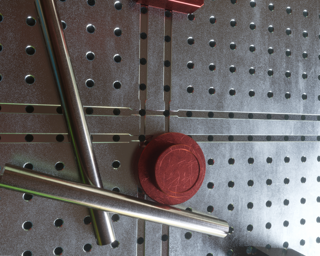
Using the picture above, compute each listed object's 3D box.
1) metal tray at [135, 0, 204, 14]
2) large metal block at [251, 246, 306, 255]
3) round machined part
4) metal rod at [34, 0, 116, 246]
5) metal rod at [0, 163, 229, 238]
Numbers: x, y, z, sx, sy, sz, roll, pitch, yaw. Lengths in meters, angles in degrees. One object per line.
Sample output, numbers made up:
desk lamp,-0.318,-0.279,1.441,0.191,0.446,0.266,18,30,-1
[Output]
metal tray,0.016,-0.229,0.416,0.091,0.030,0.129,4,89,-20
large metal block,0.191,0.216,0.456,0.081,0.080,0.050,12,86,-20
round machined part,0.018,0.054,0.411,0.099,0.042,0.097,0,90,-21
metal rod,-0.101,-0.003,0.375,0.025,0.025,0.298,-15,95,-20
metal rod,-0.034,0.097,0.379,0.302,0.025,0.025,22,83,-27
